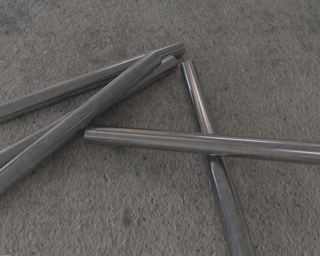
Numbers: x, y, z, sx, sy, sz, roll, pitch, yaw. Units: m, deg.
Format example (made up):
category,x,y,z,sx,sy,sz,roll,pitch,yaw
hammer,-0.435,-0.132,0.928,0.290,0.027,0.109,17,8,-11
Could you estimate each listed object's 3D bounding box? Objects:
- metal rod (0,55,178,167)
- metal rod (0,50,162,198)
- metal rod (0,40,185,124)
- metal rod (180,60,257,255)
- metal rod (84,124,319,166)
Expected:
category,x,y,z,sx,sy,sz,roll,pitch,yaw
metal rod,-0.091,-0.027,0.424,0.302,0.025,0.025,-35,58,-26
metal rod,-0.107,-0.005,0.384,0.025,0.025,0.301,35,65,26
metal rod,-0.095,-0.074,0.464,0.302,0.025,0.025,-25,54,-20
metal rod,0.063,0.019,0.387,0.025,0.025,0.300,-6,50,-5
metal rod,0.054,0.019,0.355,0.301,0.025,0.025,4,50,16
